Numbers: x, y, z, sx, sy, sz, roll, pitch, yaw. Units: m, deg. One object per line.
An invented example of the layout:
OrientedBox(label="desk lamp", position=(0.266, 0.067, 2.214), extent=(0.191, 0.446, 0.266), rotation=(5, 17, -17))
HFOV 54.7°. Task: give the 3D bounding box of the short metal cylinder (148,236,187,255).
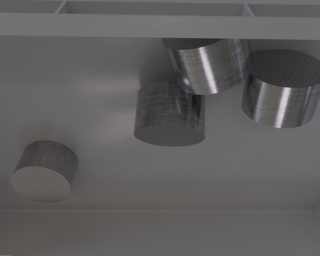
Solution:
OrientedBox(label="short metal cylinder", position=(0.015, 0.260, 0.617), extent=(0.081, 0.050, 0.079), rotation=(0, 130, 0))

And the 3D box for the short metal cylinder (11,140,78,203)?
OrientedBox(label="short metal cylinder", position=(-0.163, 0.064, 0.445), extent=(0.081, 0.050, 0.079), rotation=(0, 130, 0))

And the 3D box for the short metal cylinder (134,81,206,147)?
OrientedBox(label="short metal cylinder", position=(0.012, -0.013, 0.359), extent=(0.080, 0.050, 0.080), rotation=(3, 161, 1))

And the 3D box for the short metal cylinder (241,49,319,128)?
OrientedBox(label="short metal cylinder", position=(0.131, -0.044, 0.336), extent=(0.080, 0.080, 0.050), rotation=(-2, 130, 2))

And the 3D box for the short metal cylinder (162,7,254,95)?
OrientedBox(label="short metal cylinder", position=(0.048, -0.077, 0.307), extent=(0.080, 0.080, 0.050), rotation=(-15, 129, 12))
